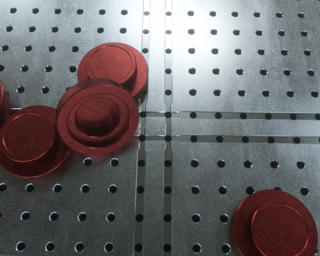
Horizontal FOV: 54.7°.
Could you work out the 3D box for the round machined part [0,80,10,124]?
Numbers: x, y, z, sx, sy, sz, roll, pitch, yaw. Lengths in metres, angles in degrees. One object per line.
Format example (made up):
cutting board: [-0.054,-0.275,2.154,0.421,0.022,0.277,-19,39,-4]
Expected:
round machined part: [-0.249,-0.030,0.411,0.099,0.042,0.098,0,70,-1]

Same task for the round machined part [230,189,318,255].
round machined part: [0.135,0.120,0.360,0.099,0.042,0.098,0,70,-1]

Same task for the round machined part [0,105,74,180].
round machined part: [-0.162,0.015,0.395,0.099,0.042,0.098,0,70,-1]

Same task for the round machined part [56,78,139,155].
round machined part: [-0.079,-0.018,0.389,0.099,0.097,0.042,-23,37,-9]

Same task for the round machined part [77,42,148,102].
round machined part: [-0.066,-0.079,0.431,0.099,0.042,0.098,0,70,-1]
